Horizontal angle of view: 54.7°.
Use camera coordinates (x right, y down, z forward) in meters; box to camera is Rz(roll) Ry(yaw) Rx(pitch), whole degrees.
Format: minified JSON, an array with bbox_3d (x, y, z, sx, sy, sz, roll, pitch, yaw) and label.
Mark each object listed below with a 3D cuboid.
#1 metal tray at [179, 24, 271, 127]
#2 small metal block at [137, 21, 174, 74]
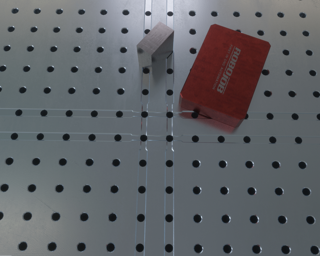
[{"bbox_3d":[0.092,-0.076,0.438,0.090,0.030,0.130,22,71,7],"label":"metal tray"},{"bbox_3d":[-0.006,-0.113,0.440,0.025,0.050,0.050,36,74,12],"label":"small metal block"}]
